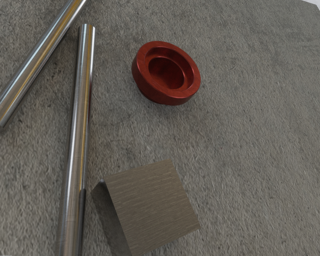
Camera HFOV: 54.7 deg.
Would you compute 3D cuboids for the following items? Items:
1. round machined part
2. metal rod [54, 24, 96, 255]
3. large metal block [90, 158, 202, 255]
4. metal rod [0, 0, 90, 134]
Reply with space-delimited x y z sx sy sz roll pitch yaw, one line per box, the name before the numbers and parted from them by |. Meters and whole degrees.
round machined part | 0.005 -0.073 0.442 0.099 0.042 0.098 14 56 -21
metal rod | -0.093 -0.006 0.358 0.025 0.025 0.299 10 57 -23
large metal block | -0.017 0.086 0.327 0.081 0.050 0.080 -12 68 -33
metal rod | -0.138 -0.118 0.401 0.025 0.025 0.300 25 53 -13
